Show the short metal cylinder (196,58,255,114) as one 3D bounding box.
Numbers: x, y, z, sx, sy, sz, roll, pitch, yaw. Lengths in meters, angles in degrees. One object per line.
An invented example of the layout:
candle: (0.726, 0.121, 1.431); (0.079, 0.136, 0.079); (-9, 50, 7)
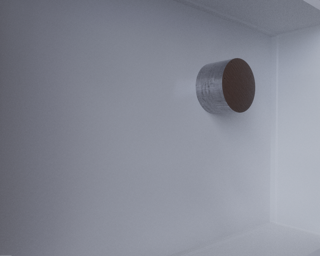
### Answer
short metal cylinder: (0.101, -0.062, 0.473); (0.081, 0.050, 0.080); (0, 90, -40)
